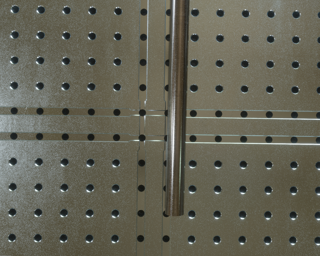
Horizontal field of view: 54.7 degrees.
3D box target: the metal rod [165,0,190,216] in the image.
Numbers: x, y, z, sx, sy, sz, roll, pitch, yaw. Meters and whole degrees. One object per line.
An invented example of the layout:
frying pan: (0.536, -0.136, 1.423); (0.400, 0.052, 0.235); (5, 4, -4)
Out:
metal rod: (0.023, -0.035, 0.413); (0.025, 0.025, 0.298); (2, 90, -1)
